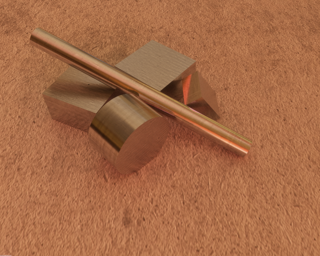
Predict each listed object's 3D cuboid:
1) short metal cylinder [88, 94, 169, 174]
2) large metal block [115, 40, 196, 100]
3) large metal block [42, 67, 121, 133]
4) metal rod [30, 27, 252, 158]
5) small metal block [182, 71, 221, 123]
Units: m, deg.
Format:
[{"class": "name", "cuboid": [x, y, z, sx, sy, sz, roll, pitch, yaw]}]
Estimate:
[{"class": "short metal cylinder", "cuboid": [-0.035, 0.007, 0.362, 0.080, 0.080, 0.050, -37, 59, -27]}, {"class": "large metal block", "cuboid": [-0.006, -0.073, 0.447, 0.080, 0.050, 0.080, 32, 57, 24]}, {"class": "large metal block", "cuboid": [-0.096, -0.042, 0.423, 0.080, 0.050, 0.080, 20, 53, 16]}, {"class": "metal rod", "cuboid": [-0.024, -0.045, 0.389, 0.301, 0.025, 0.025, 28, 54, 2]}, {"class": "small metal block", "cuboid": [0.056, -0.040, 0.420, 0.025, 0.050, 0.050, -26, 45, 26]}]
